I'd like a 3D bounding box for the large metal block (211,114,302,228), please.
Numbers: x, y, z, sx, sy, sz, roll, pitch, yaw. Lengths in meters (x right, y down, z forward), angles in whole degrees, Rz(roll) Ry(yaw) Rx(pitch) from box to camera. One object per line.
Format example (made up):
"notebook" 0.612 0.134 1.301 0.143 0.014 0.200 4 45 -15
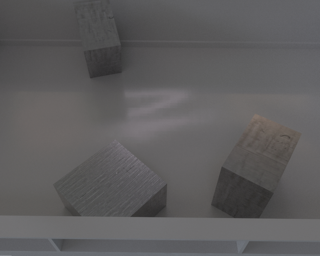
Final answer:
"large metal block" 0.101 0.046 0.331 0.050 0.080 0.080 27 55 21

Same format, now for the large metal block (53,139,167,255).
"large metal block" -0.050 0.072 0.328 0.080 0.050 0.080 37 59 27

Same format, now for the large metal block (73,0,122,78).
"large metal block" -0.091 -0.132 0.464 0.050 0.080 0.080 -12 74 -10
